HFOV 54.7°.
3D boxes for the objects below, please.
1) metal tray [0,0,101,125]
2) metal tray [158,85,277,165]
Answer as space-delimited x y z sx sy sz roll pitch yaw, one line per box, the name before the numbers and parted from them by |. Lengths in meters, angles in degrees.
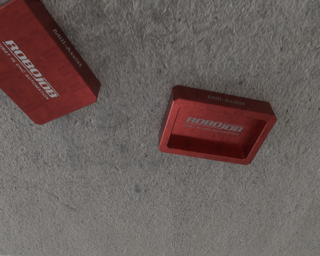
metal tray | -0.139 -0.070 0.343 0.090 0.030 0.130 -21 128 16
metal tray | 0.071 0.000 0.403 0.131 0.030 0.089 9 130 -9
